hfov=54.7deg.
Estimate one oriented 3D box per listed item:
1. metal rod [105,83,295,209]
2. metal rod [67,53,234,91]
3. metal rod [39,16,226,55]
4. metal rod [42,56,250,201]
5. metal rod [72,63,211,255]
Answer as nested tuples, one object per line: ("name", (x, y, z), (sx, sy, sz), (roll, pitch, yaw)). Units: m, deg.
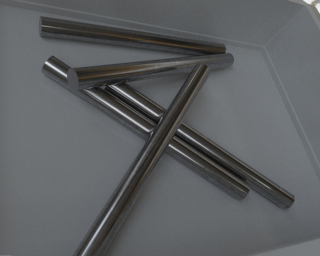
("metal rod", (0.058, 0.023, 0.424), (0.301, 0.025, 0.025), (33, 51, -7))
("metal rod", (0.011, -0.087, 0.446), (0.302, 0.025, 0.025), (-17, 71, -41))
("metal rod", (-0.023, -0.135, 0.476), (0.303, 0.025, 0.025), (-1, 62, -29))
("metal rod", (-0.013, 0.004, 0.397), (0.301, 0.025, 0.025), (33, 51, -7))
("metal rod", (-0.009, 0.028, 0.358), (0.025, 0.025, 0.301), (36, 59, -5))
